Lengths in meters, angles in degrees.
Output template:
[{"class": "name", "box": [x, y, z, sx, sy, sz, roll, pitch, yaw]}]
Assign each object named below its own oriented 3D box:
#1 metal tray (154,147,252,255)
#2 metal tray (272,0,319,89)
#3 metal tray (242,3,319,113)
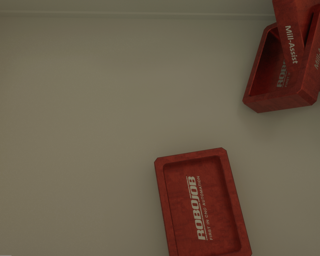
[{"class": "metal tray", "box": [0.047, 0.095, 0.372, 0.091, 0.030, 0.130, -9, 70, -4]}, {"class": "metal tray", "box": [0.200, -0.114, 0.406, 0.091, 0.030, 0.129, -17, 95, -31]}, {"class": "metal tray", "box": [0.166, -0.087, 0.404, 0.030, 0.090, 0.130, 29, 72, -26]}]
